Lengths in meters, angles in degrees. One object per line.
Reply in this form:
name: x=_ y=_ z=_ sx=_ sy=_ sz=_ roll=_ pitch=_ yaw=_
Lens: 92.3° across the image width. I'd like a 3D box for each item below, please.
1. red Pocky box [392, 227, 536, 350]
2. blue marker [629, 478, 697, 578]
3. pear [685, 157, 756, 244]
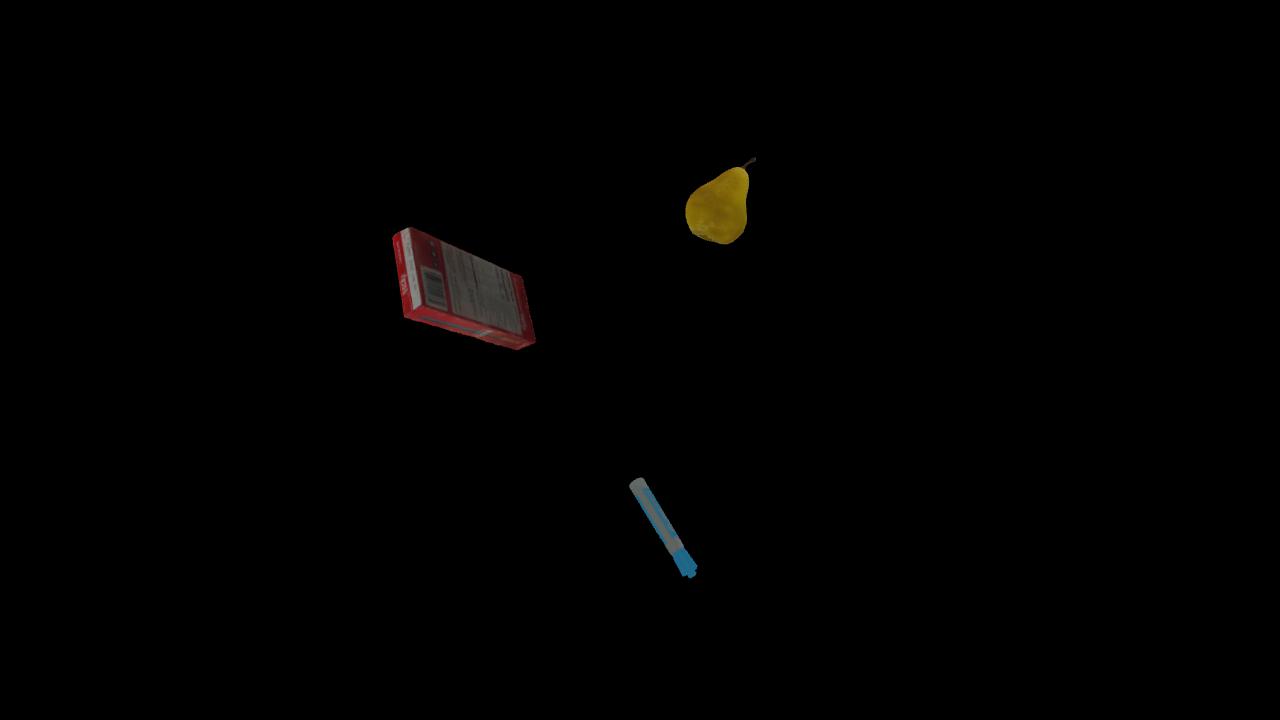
red Pocky box: x=-0.164 y=-0.063 z=0.593 sx=0.028 sy=0.083 sz=0.155 roll=-25 pitch=-21 yaw=23
blue marker: x=0.025 y=0.179 z=0.659 sx=0.020 sy=0.020 sz=0.121 roll=0 pitch=43 yaw=-41
pear: x=0.103 y=-0.202 z=0.760 sx=0.080 sy=0.111 sz=0.080 roll=21 pitch=3 yaw=-1
